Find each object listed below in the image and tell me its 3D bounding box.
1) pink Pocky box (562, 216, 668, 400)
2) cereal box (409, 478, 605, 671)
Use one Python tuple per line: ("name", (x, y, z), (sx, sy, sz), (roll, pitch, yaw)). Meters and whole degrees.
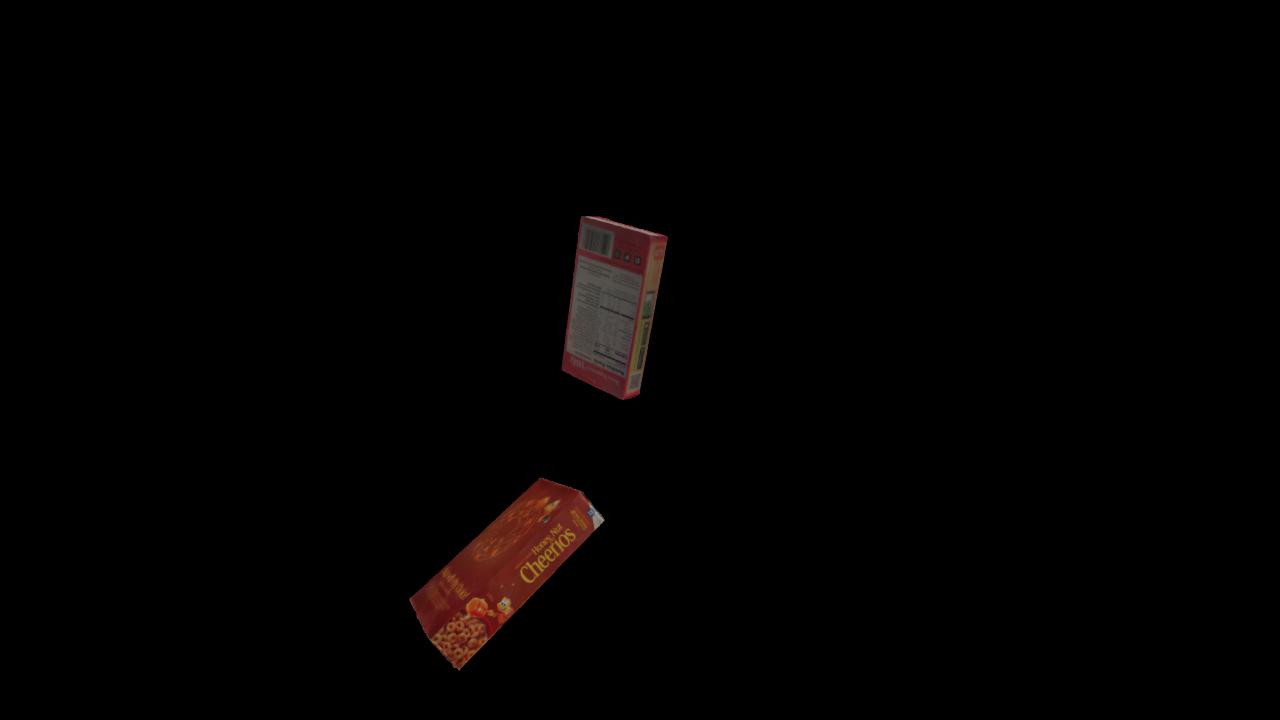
("pink Pocky box", (-0.027, -0.049, 0.571), (0.084, 0.155, 0.029), (23, 23, 33))
("cereal box", (-0.220, 0.331, 1.014), (0.306, 0.081, 0.203), (-42, 16, -25))
